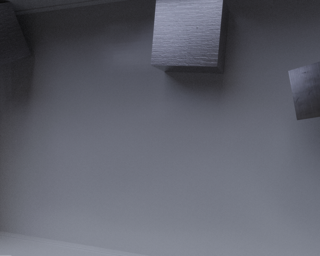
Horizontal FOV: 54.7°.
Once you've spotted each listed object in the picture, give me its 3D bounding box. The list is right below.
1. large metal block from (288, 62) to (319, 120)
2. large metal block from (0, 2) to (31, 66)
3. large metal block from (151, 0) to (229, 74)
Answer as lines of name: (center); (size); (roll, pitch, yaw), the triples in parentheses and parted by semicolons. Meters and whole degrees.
large metal block: (0.187, -0.041, 0.299); (0.080, 0.081, 0.050); (-12, 85, 52)
large metal block: (-0.251, -0.132, 0.452); (0.050, 0.080, 0.080); (0, 116, 29)
large metal block: (0.038, -0.112, 0.384); (0.080, 0.050, 0.079); (5, 92, 20)
